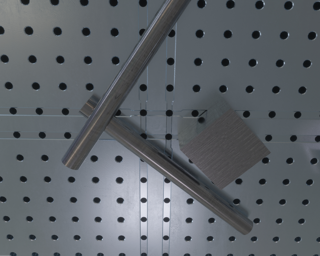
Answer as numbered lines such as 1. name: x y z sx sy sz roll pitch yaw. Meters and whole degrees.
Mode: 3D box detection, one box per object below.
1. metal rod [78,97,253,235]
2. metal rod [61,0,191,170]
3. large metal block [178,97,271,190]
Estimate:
1. metal rod: 0.017 0.061 0.435 0.301 0.025 0.025 38 106 -13
2. metal rod: -0.029 -0.075 0.367 0.025 0.025 0.299 33 100 -12
3. large metal block: 0.082 0.020 0.408 0.080 0.050 0.080 -41 105 13
